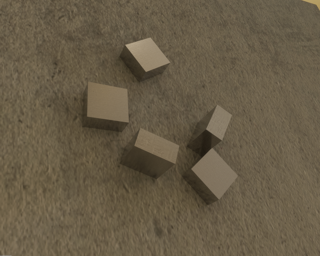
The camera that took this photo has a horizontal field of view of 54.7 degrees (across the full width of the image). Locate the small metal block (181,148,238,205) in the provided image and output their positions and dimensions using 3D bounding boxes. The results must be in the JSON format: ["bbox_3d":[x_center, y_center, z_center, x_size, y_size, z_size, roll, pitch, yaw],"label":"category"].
[{"bbox_3d":[0.065,0.062,0.403,0.050,0.025,0.050,48,51,5],"label":"small metal block"}]

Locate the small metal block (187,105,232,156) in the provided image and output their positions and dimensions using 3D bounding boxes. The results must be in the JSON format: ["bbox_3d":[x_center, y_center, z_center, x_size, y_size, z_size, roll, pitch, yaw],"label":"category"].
[{"bbox_3d":[0.067,0.004,0.424,0.025,0.050,0.050,35,51,-6],"label":"small metal block"}]

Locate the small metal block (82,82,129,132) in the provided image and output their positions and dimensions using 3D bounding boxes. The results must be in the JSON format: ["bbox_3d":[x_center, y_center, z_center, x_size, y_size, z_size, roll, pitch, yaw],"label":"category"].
[{"bbox_3d":[-0.068,-0.026,0.384,0.050,0.025,0.050,8,58,-24],"label":"small metal block"}]

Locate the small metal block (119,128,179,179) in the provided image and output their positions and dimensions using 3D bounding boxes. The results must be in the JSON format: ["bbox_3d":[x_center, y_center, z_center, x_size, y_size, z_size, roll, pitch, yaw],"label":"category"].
[{"bbox_3d":[-0.013,0.031,0.363,0.050,0.050,0.025,25,53,-13],"label":"small metal block"}]

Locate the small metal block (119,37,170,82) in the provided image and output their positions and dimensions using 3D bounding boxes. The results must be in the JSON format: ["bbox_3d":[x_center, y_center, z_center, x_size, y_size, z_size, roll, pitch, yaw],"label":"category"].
[{"bbox_3d":[-0.022,-0.101,0.455,0.050,0.025,0.050,-30,78,-38],"label":"small metal block"}]
